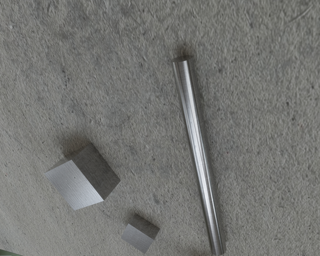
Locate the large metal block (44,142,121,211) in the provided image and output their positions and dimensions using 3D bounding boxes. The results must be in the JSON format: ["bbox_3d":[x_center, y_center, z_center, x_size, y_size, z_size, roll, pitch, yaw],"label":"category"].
[{"bbox_3d":[-0.126,0.080,0.504,0.080,0.050,0.080,-25,105,36],"label":"large metal block"}]

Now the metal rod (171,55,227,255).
[{"bbox_3d":[0.057,0.054,0.408,0.025,0.025,0.298,0,119,28],"label":"metal rod"}]

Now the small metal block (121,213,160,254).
[{"bbox_3d":[-0.034,0.183,0.536,0.050,0.025,0.050,31,128,8],"label":"small metal block"}]
